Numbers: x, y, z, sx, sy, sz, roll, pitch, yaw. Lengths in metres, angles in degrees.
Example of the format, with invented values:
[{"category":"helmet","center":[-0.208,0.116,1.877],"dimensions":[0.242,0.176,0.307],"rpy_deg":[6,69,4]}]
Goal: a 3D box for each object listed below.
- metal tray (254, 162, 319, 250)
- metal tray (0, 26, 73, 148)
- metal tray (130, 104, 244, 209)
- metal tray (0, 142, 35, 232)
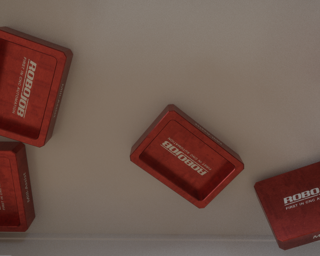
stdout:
[{"category":"metal tray","center":[0.204,0.096,0.410],"dimensions":[0.130,0.090,0.030],"rpy_deg":[-20,133,8]},{"category":"metal tray","center":[-0.172,-0.049,0.388],"dimensions":[0.091,0.030,0.129],"rpy_deg":[19,109,-7]},{"category":"metal tray","center":[0.036,0.041,0.423],"dimensions":[0.130,0.030,0.090],"rpy_deg":[37,106,-13]},{"category":"metal tray","center":[-0.234,0.084,0.437],"dimensions":[0.091,0.030,0.129],"rpy_deg":[1,110,-1]}]
